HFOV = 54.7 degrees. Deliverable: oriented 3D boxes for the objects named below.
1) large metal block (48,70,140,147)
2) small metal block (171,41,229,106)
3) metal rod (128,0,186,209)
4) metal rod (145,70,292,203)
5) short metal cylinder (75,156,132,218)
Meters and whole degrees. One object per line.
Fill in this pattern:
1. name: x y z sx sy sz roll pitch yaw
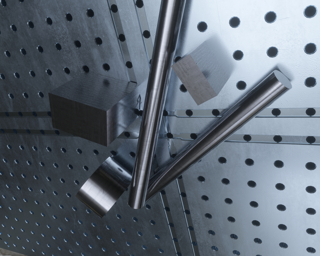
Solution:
1. large metal block: -0.081 -0.029 0.399 0.080 0.080 0.050 18 125 17
2. small metal block: 0.045 -0.060 0.334 0.025 0.050 0.050 -28 104 37
3. metal rod: -0.010 -0.014 0.389 0.025 0.025 0.298 21 121 15
4. metal rod: 0.044 0.034 0.407 0.025 0.025 0.298 43 129 -2
5. short metal cylinder: -0.082 0.090 0.473 0.050 0.080 0.080 40 129 1
